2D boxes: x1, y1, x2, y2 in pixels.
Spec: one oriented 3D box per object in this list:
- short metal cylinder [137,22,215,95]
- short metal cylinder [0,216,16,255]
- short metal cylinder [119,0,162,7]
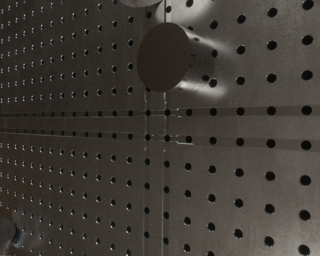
[{"bbox_3d":[0.018,-0.082,0.376,0.080,0.050,0.079,0,90,39],"label":"short metal cylinder"},{"bbox_3d":[-0.359,0.236,0.665,0.080,0.081,0.050,39,114,32],"label":"short metal cylinder"},{"bbox_3d":[-0.023,-0.200,0.391,0.080,0.081,0.050,-27,73,36],"label":"short metal cylinder"}]
